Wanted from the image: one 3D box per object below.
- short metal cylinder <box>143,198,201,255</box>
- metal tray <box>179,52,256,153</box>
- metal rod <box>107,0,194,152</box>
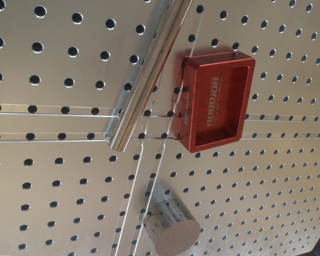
[{"bbox_3d":[0.019,0.163,0.506,0.081,0.050,0.079,-14,124,-21],"label":"short metal cylinder"},{"bbox_3d":[0.077,-0.034,0.428,0.091,0.030,0.129,-12,124,-22],"label":"metal tray"},{"bbox_3d":[0.006,-0.104,0.349,0.025,0.025,0.298,13,112,-34],"label":"metal rod"}]
